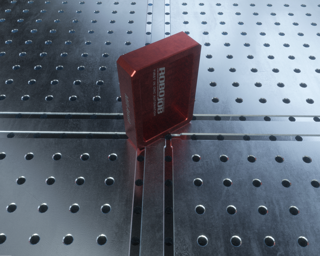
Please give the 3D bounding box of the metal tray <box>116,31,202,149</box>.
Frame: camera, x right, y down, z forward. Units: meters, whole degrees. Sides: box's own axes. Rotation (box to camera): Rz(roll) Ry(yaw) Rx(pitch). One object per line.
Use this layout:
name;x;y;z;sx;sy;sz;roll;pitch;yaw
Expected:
metal tray;0.000;-0.041;0.374;0.091;0.129;0.030;-28;56;-22
